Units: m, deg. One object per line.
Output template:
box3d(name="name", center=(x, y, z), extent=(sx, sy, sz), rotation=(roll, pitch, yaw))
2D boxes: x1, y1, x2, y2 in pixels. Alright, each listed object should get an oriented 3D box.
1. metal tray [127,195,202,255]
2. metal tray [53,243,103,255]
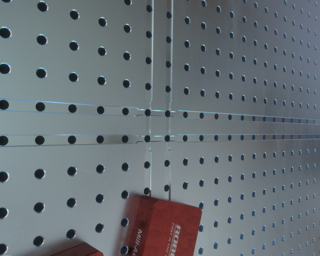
box3d(name="metal tray", center=(0.003, 0.162, 0.408), extent=(0.090, 0.030, 0.130), rotation=(22, 76, -38))
box3d(name="metal tray", center=(-0.117, 0.182, 0.307), extent=(0.131, 0.030, 0.090), rotation=(-9, 96, -39))
